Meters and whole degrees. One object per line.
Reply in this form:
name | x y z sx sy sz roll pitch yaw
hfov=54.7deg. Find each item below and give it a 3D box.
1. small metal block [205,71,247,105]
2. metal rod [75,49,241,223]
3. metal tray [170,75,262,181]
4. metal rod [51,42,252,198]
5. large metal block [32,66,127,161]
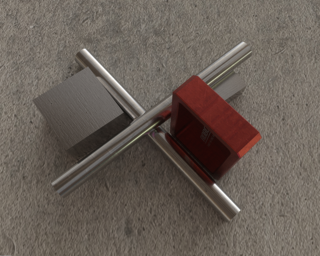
small metal block | 0.083 -0.059 0.432 0.050 0.025 0.050 -34 74 -12
metal rod | -0.012 0.000 0.409 0.025 0.025 0.300 -40 75 -13
metal tray | 0.054 0.007 0.351 0.030 0.130 0.090 -41 75 -13
metal rod | -0.001 -0.018 0.389 0.301 0.025 0.025 -37 75 -13
large metal block | -0.100 -0.018 0.400 0.080 0.050 0.080 -35 74 -12
